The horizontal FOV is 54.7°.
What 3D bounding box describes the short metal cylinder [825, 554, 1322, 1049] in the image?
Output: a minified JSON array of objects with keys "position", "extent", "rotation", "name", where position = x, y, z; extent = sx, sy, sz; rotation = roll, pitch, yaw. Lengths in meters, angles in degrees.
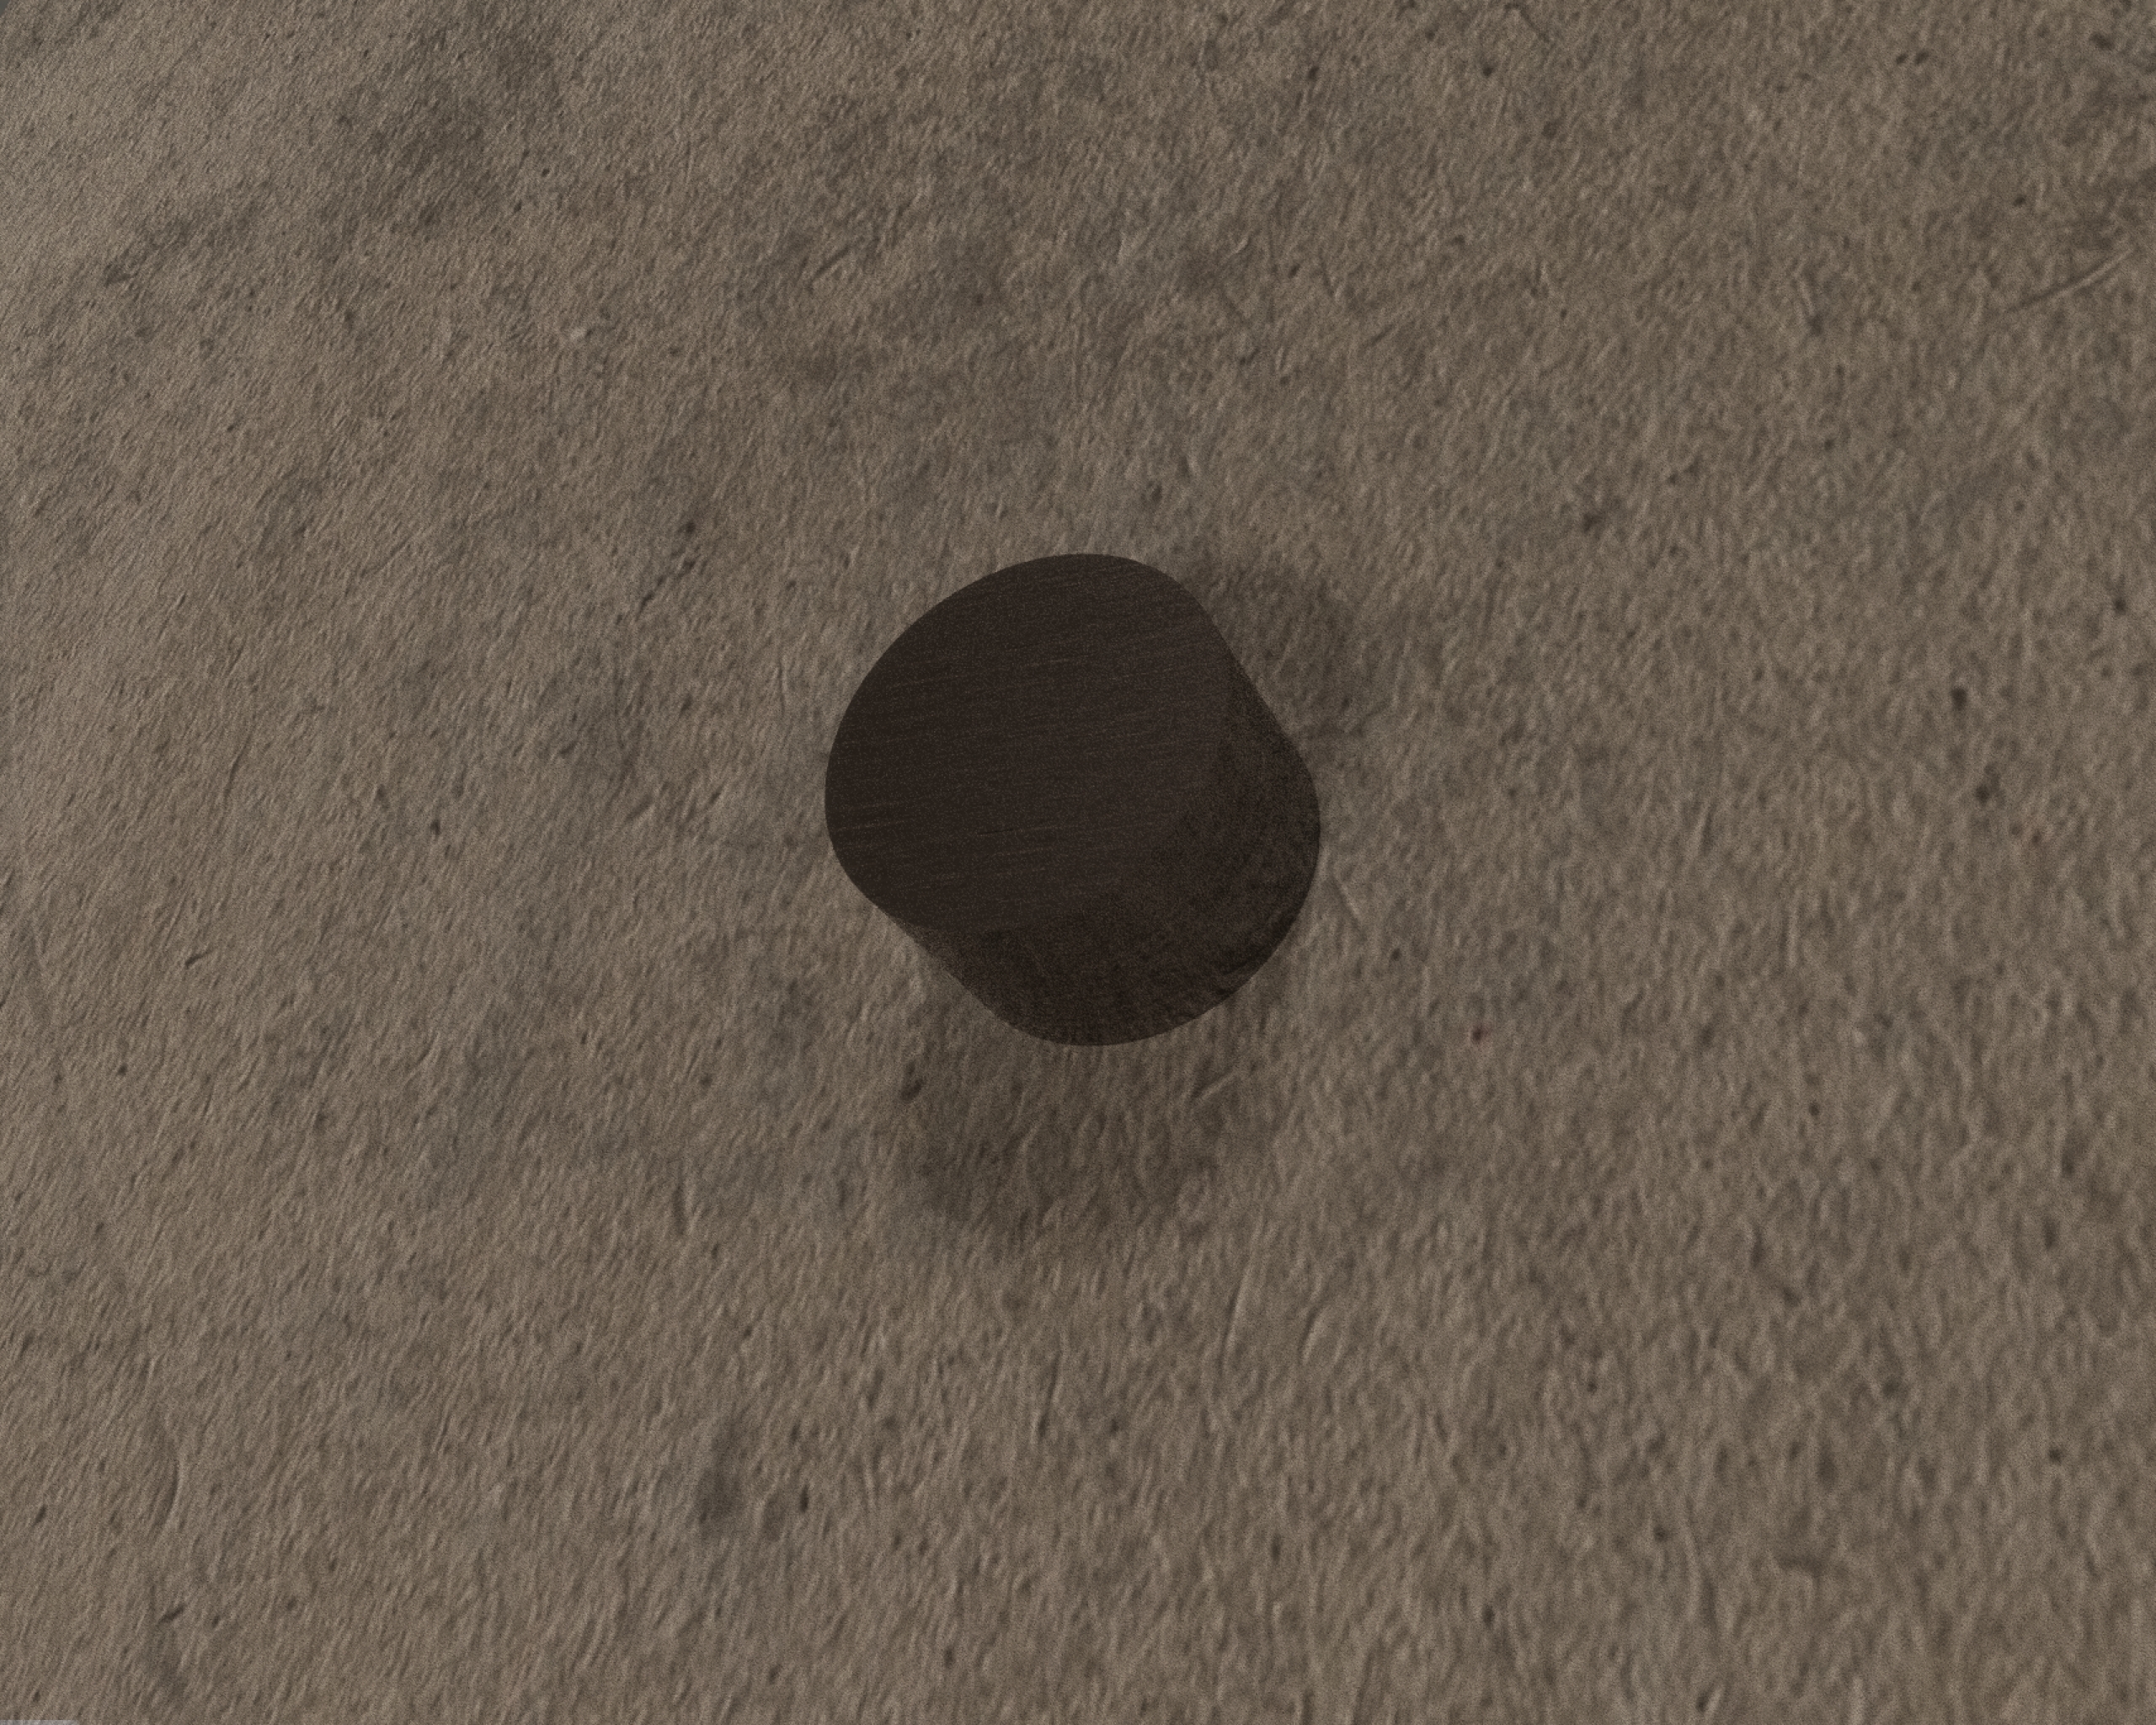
[{"position":[0.000,-0.011,0.395],"extent":[0.080,0.050,0.080],"rotation":[-13,56,20],"name":"short metal cylinder"}]
